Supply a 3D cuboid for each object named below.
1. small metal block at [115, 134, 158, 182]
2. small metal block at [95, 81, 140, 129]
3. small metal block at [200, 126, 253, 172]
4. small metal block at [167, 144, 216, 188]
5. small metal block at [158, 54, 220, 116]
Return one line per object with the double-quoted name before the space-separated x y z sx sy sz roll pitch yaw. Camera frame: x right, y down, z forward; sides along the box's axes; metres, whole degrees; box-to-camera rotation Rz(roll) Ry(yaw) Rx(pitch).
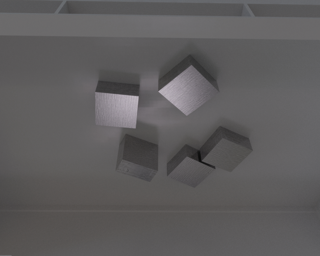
"small metal block" -0.031 0.041 0.427 0.050 0.050 0.025 20 127 -17
"small metal block" -0.053 -0.028 0.384 0.050 0.025 0.050 5 130 -5
"small metal block" 0.092 0.031 0.436 0.050 0.025 0.050 22 127 -18
"small metal block" 0.045 0.057 0.458 0.050 0.025 0.050 26 126 -20
"small metal block" 0.034 -0.050 0.367 0.050 0.025 0.050 -36 122 26
